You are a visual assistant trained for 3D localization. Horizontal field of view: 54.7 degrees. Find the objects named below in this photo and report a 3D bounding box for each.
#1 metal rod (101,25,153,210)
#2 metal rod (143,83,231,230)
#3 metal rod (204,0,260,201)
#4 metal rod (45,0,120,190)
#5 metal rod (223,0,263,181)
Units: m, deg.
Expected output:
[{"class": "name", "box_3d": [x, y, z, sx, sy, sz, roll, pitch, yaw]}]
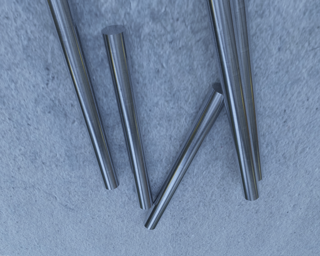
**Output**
[{"class": "metal rod", "box_3d": [-0.036, 0.012, 0.416, 0.025, 0.025, 0.298, -4, 130, 3]}, {"class": "metal rod", "box_3d": [0.028, 0.062, 0.460, 0.025, 0.025, 0.298, 13, 129, -12]}, {"class": "metal rod", "box_3d": [0.094, -0.011, 0.370, 0.025, 0.025, 0.299, -13, 129, 10]}, {"class": "metal rod", "box_3d": [-0.087, -0.027, 0.382, 0.025, 0.025, 0.298, -4, 130, 3]}, {"class": "metal rod", "box_3d": [0.104, -0.037, 0.377, 0.025, 0.025, 0.299, -12, 129, 10]}]
